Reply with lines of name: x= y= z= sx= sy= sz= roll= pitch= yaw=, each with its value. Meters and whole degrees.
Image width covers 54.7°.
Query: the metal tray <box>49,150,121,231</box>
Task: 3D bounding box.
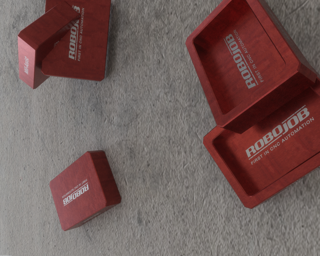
metal tray: x=-0.126 y=0.104 z=0.506 sx=0.130 sy=0.030 sz=0.090 roll=-36 pitch=68 yaw=34

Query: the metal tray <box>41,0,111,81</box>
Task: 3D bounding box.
metal tray: x=-0.125 y=-0.139 z=0.465 sx=0.030 sy=0.091 sz=0.129 roll=-153 pitch=68 yaw=-77

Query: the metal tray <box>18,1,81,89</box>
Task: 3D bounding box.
metal tray: x=-0.171 y=-0.122 z=0.473 sx=0.030 sy=0.090 sz=0.129 roll=40 pitch=151 yaw=-5

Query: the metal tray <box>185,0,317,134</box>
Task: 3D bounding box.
metal tray: x=0.080 y=-0.071 z=0.308 sx=0.090 sy=0.030 sz=0.130 roll=-41 pitch=47 yaw=33

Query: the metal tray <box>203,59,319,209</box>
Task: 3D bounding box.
metal tray: x=0.115 y=0.009 z=0.306 sx=0.129 sy=0.030 sz=0.090 roll=-45 pitch=63 yaw=30
